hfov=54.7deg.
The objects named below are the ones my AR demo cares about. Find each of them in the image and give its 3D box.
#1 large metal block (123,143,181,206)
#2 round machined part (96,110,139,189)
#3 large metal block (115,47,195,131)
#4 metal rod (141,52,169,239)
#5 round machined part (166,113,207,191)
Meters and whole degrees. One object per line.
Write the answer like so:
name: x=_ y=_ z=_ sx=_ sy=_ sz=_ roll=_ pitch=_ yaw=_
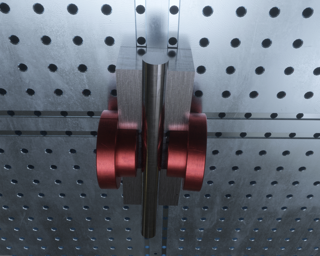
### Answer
large metal block: x=-0.012 y=0.068 z=0.452 sx=0.081 sy=0.050 sz=0.079 roll=2 pitch=130 yaw=-2
round machined part: x=-0.049 y=0.027 z=0.385 sx=0.042 sy=0.098 sz=0.097 roll=2 pitch=130 yaw=-1
large metal block: x=-0.006 y=-0.044 z=0.357 sx=0.081 sy=0.050 sz=0.079 roll=2 pitch=130 yaw=-2
metal rod: x=-0.011 y=0.048 z=0.386 sx=0.025 sy=0.025 sz=0.298 roll=2 pitch=130 yaw=-2
round machined part: x=0.031 y=0.029 z=0.388 sx=0.042 sy=0.098 sz=0.097 roll=4 pitch=130 yaw=2
